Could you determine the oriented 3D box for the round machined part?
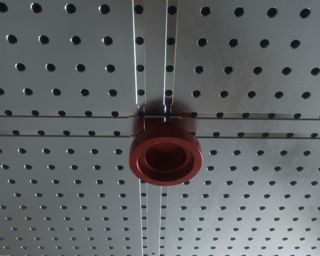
[{"bbox_3d":[0.008,0.033,0.429,0.099,0.042,0.097,-1,130,0],"label":"round machined part"}]
